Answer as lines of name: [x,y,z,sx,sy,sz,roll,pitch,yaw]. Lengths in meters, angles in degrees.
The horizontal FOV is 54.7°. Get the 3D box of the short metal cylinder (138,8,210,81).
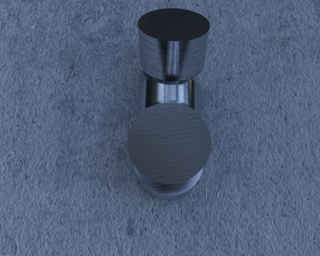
short metal cylinder: [0.015,-0.099,0.364,0.081,0.050,0.080,1,45,-1]

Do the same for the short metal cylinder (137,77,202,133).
short metal cylinder: [0.012,-0.025,0.390,0.080,0.080,0.050,1,70,0]

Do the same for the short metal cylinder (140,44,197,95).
short metal cylinder: [0.013,-0.081,0.426,0.081,0.050,0.080,0,70,0]

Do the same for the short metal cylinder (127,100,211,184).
short metal cylinder: [0.009,0.012,0.321,0.080,0.050,0.079,0,98,1]

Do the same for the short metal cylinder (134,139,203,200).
short metal cylinder: [0.010,0.046,0.380,0.081,0.050,0.080,0,70,0]
